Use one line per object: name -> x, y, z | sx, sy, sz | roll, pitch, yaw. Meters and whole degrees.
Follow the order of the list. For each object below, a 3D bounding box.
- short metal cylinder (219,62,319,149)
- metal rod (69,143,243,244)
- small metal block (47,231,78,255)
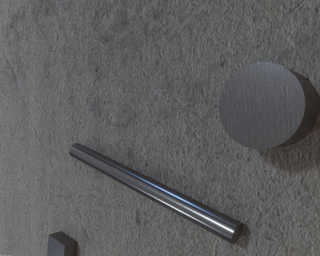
short metal cylinder -> 0.105, -0.020, 0.301 | 0.080, 0.050, 0.079 | 0, 90, 39
metal rod -> -0.029, 0.075, 0.426 | 0.300, 0.025, 0.025 | 19, 102, 38
small metal block -> -0.173, 0.217, 0.544 | 0.050, 0.025, 0.050 | 12, 97, 39
